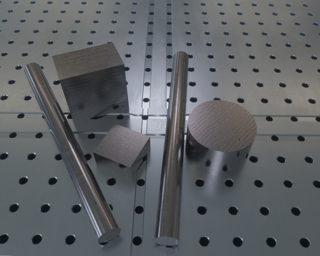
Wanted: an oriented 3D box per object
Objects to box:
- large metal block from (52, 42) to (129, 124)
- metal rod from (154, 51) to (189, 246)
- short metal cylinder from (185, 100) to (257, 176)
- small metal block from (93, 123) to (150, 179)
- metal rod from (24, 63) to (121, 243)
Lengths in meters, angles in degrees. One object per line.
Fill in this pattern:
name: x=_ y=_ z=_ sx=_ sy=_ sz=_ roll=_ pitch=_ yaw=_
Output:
large metal block: x=-0.091 y=-0.061 z=0.422 sx=0.081 sy=0.080 sz=0.050 roll=-17 pitch=52 yaw=-14
metal rod: x=0.020 y=0.000 z=0.407 sx=0.025 sy=0.025 sz=0.300 roll=4 pitch=50 yaw=3
short metal cylinder: x=0.073 y=0.011 z=0.382 sx=0.081 sy=0.050 sz=0.080 roll=0 pitch=50 yaw=0
small metal block: x=-0.046 y=0.028 z=0.384 sx=0.050 sy=0.025 sz=0.050 roll=20 pitch=53 yaw=16
metal rod: x=-0.125 y=0.009 z=0.398 sx=0.025 sy=0.025 sz=0.300 roll=-23 pitch=54 yaw=-18
